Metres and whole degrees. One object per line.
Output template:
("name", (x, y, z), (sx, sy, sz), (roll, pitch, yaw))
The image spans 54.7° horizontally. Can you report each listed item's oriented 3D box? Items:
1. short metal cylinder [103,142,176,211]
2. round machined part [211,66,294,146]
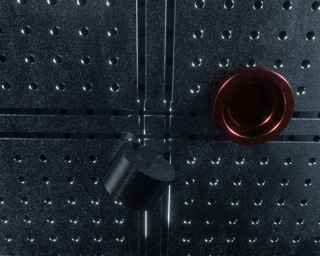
("short metal cylinder", (-0.027, 0.062, 0.407), (0.080, 0.080, 0.050), (29, 107, -11))
("round machined part", (0.114, -0.030, 0.395), (0.099, 0.042, 0.097), (0, 110, -1))
